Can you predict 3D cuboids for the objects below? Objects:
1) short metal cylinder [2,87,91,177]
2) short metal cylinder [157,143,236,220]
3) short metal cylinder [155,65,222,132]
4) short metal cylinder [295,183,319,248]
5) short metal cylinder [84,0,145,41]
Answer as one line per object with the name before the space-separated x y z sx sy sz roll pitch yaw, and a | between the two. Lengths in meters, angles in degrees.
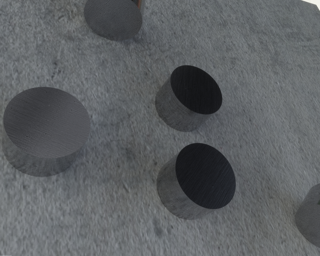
short metal cylinder | -0.119 0.004 0.322 0.081 0.050 0.080 14 56 -21
short metal cylinder | 0.043 0.065 0.373 0.081 0.050 0.080 14 56 -21
short metal cylinder | 0.040 -0.041 0.436 0.081 0.050 0.080 14 56 -21
short metal cylinder | 0.235 0.122 0.424 0.080 0.080 0.050 49 51 6
short metal cylinder | -0.063 -0.173 0.441 0.081 0.080 0.050 17 55 -19
